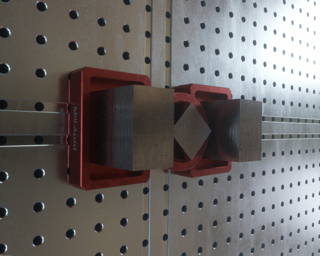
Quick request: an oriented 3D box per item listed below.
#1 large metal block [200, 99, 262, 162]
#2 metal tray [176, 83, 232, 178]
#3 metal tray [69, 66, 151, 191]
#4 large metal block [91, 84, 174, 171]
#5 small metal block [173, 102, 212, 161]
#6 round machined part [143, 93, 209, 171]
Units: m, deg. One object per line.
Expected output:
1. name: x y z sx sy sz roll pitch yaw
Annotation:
1. large metal block: 0.093 0.003 0.433 0.050 0.080 0.080 2 89 -40
2. metal tray: 0.066 0.003 0.460 0.091 0.030 0.129 0 90 -40
3. metal tray: -0.055 0.001 0.358 0.091 0.030 0.129 1 89 -40
4. large metal block: -0.031 0.000 0.330 0.050 0.080 0.080 1 90 -40
5. small metal block: 0.030 0.004 0.381 0.050 0.025 0.050 52 60 -27
6. round machined part: 0.015 0.005 0.399 0.099 0.042 0.097 0 90 -40
